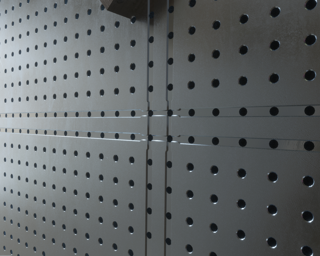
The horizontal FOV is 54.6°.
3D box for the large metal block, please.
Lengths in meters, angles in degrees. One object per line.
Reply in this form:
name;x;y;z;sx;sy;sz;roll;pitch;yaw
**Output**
large metal block;-0.052;-0.216;0.437;0.080;0.050;0.080;-47;62;30
